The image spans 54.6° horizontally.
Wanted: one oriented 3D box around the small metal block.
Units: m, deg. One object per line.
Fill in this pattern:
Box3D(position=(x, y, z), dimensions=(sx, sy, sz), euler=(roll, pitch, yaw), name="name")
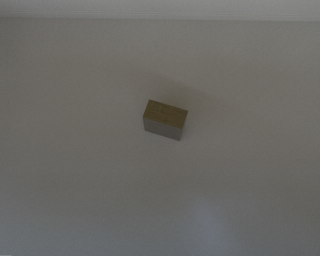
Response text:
Box3D(position=(0.007, -0.009, 0.400), dimensions=(0.050, 0.050, 0.025), euler=(17, 71, 6), name="small metal block")
